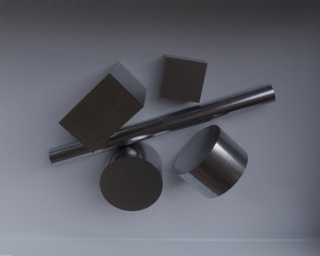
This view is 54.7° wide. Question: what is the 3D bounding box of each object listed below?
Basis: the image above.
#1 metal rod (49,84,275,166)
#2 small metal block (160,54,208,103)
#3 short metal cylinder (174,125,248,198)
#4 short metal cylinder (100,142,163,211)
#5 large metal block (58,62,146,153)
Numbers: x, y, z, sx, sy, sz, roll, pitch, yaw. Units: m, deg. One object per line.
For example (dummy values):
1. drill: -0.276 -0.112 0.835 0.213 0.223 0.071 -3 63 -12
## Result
1. metal rod: -0.001 -0.002 0.409 0.301 0.025 0.025 -16 110 5
2. small metal block: 0.028 -0.062 0.387 0.050 0.025 0.050 8 110 -4
3. short metal cylinder: 0.064 0.042 0.397 0.050 0.080 0.080 41 105 -14
4. short metal cylinder: -0.037 0.064 0.419 0.081 0.050 0.079 0 110 -1
5. large metal block: -0.064 -0.028 0.370 0.080 0.080 0.050 -41 105 13
